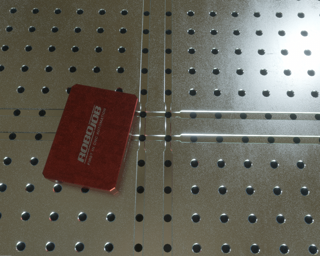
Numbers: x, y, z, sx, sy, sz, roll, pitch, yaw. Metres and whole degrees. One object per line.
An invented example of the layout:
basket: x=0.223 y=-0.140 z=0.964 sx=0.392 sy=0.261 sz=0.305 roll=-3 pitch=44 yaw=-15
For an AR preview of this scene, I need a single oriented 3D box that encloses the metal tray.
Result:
metal tray: x=-0.085 y=0.013 z=0.403 sx=0.091 sy=0.030 sz=0.130 roll=11 pitch=70 yaw=3
